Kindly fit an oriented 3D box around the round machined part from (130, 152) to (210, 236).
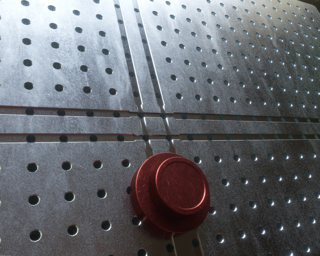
[{"bbox_3d":[0.018,0.073,0.364,0.099,0.042,0.098,14,56,-21],"label":"round machined part"}]
